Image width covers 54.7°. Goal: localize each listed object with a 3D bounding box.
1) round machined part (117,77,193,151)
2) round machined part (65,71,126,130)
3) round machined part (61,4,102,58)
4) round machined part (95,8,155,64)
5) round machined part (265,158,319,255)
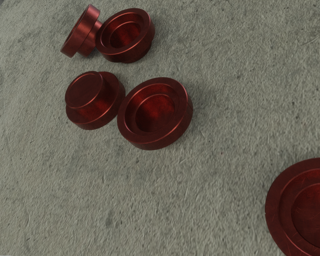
[{"bbox_3d":[-0.003,-0.015,0.404,0.098,0.042,0.098,-13,56,21],"label":"round machined part"},{"bbox_3d":[-0.107,-0.049,0.479,0.098,0.042,0.098,-13,56,21],"label":"round machined part"},{"bbox_3d":[-0.131,-0.164,0.546,0.098,0.042,0.098,-42,29,31],"label":"round machined part"},{"bbox_3d":[-0.053,-0.145,0.508,0.098,0.042,0.098,-11,58,19],"label":"round machined part"},{"bbox_3d":[0.145,0.078,0.269,0.098,0.042,0.098,-13,56,21],"label":"round machined part"}]
